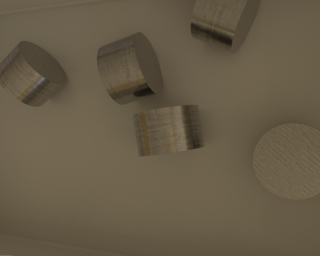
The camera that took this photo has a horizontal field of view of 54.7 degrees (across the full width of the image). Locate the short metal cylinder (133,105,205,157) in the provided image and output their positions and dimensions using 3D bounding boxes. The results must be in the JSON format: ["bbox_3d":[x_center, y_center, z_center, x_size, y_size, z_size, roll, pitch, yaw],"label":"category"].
[{"bbox_3d":[0.010,0.004,0.377,0.080,0.080,0.050,-10,87,19],"label":"short metal cylinder"}]

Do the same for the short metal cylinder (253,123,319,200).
[{"bbox_3d":[0.147,0.035,0.345,0.080,0.050,0.079,0,90,19],"label":"short metal cylinder"}]

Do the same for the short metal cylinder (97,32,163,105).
[{"bbox_3d":[-0.036,-0.074,0.393,0.050,0.080,0.080,-15,85,19],"label":"short metal cylinder"}]

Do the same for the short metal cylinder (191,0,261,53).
[{"bbox_3d":[0.077,-0.132,0.354,0.050,0.080,0.080,27,99,18],"label":"short metal cylinder"}]

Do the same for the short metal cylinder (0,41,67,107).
[{"bbox_3d":[-0.182,-0.077,0.444,0.050,0.080,0.080,-39,78,16],"label":"short metal cylinder"}]
